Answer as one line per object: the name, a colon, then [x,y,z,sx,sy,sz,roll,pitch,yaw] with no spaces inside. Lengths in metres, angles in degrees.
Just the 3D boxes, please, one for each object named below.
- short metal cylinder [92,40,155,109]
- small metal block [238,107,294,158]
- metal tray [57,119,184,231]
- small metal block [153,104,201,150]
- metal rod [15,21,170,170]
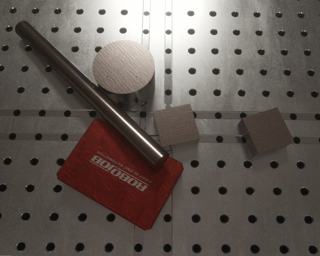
short metal cylinder: [-0.047,-0.072,0.424,0.081,0.050,0.080,0,70,-1]
small metal block: [0.140,0.006,0.411,0.050,0.025,0.050,-17,71,-7]
metal tray: [-0.048,0.057,0.388,0.130,0.030,0.090,28,72,9]
small metal block: [0.021,0.000,0.412,0.050,0.025,0.050,-12,71,-5]
metal rod: [-0.102,-0.055,0.410,0.025,0.025,0.300,-42,68,-14]
